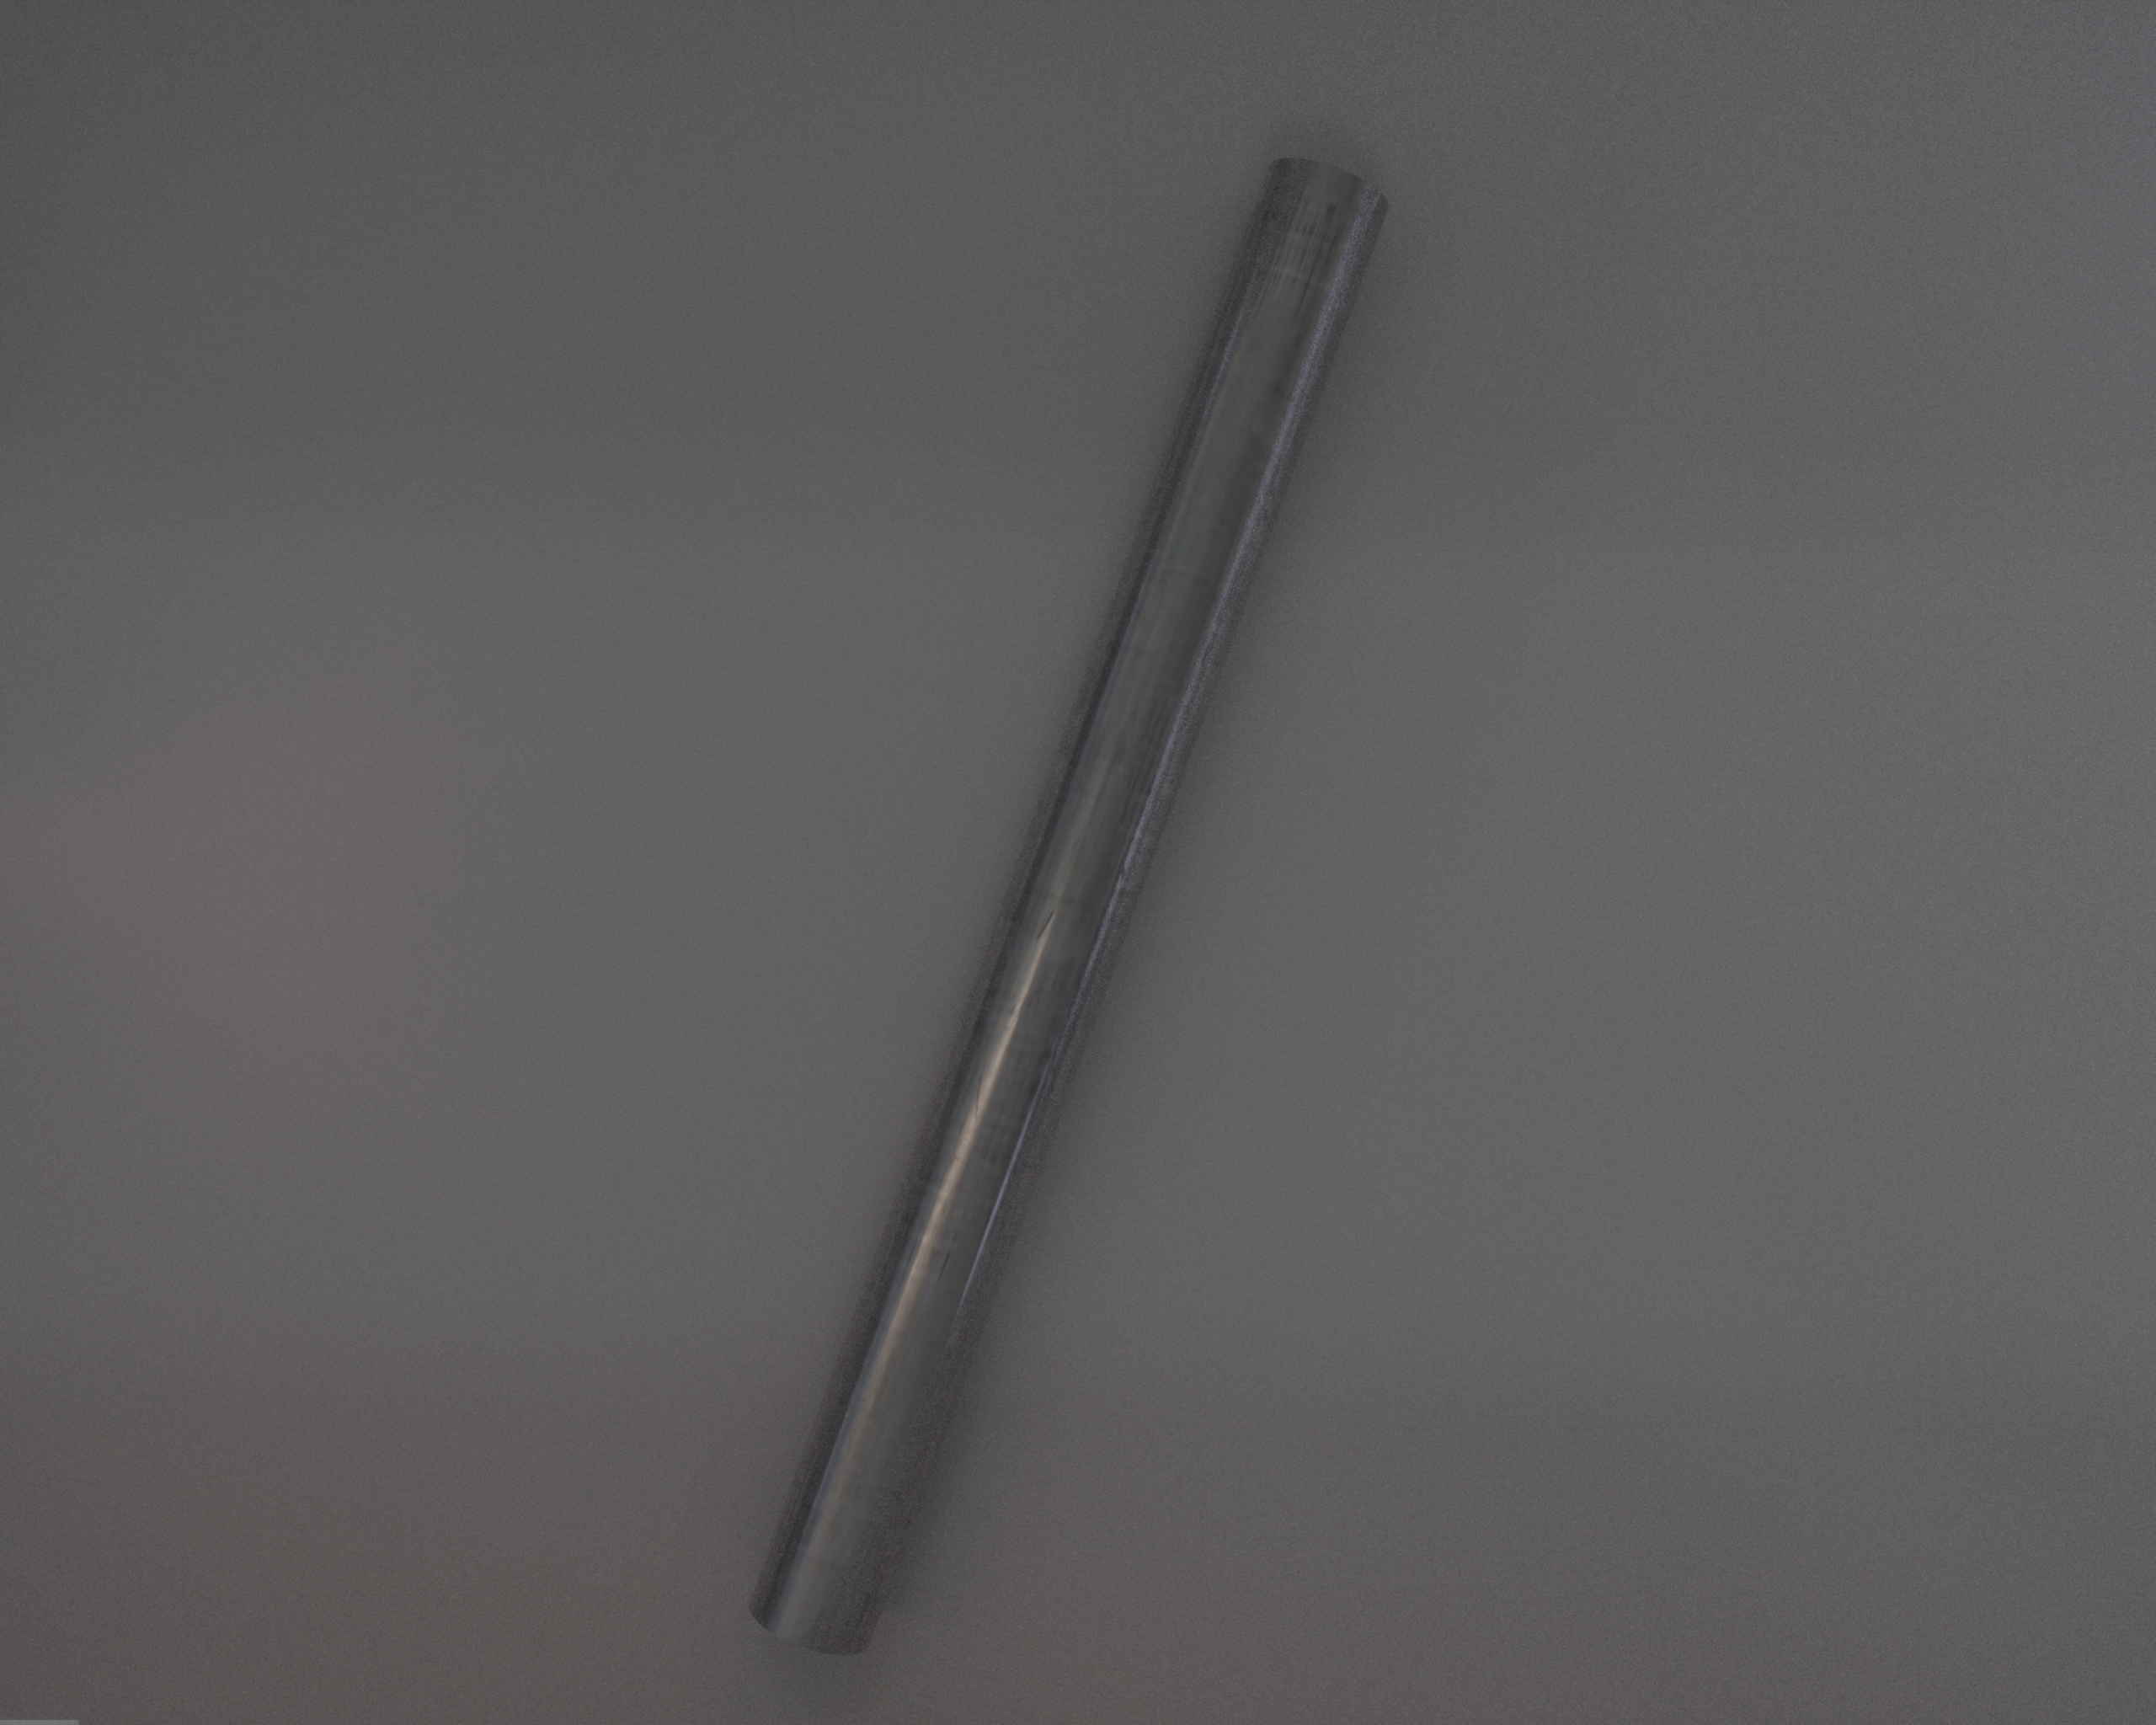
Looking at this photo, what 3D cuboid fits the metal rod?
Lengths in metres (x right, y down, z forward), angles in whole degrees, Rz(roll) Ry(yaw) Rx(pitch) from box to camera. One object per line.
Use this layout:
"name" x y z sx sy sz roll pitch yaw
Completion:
"metal rod" -0.002 0.008 0.409 0.025 0.025 0.299 20 90 0
